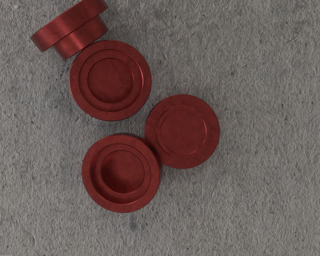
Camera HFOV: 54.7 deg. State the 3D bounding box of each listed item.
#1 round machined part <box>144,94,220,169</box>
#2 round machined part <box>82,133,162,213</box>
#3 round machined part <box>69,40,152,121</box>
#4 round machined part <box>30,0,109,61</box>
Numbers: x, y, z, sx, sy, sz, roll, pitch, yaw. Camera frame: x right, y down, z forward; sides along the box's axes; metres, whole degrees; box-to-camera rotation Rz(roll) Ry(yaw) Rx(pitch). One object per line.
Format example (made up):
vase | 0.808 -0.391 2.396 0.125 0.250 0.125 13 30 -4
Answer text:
round machined part | 0.029 0.005 0.402 0.099 0.042 0.097 0 90 0
round machined part | -0.045 0.054 0.395 0.098 0.042 0.097 1 96 9
round machined part | -0.063 -0.060 0.392 0.099 0.042 0.097 -3 102 -12
round machined part | -0.102 -0.118 0.377 0.098 0.098 0.042 -34 112 0
